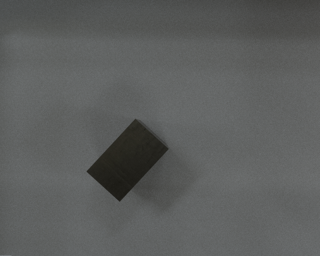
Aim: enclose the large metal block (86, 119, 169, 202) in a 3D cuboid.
[{"bbox_3d":[-0.036,0.036,0.384,0.050,0.080,0.080,43,90,0],"label":"large metal block"}]
